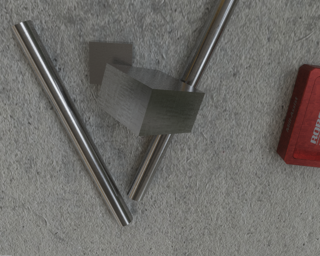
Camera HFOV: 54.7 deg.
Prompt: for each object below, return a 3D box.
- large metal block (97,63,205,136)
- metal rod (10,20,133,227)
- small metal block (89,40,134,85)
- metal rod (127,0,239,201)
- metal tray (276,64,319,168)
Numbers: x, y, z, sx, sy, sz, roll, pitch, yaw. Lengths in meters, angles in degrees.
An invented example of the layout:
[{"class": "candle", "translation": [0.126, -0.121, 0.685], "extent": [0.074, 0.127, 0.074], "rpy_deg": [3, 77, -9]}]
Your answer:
[{"class": "large metal block", "translation": [-0.011, -0.033, 0.351], "extent": [0.081, 0.080, 0.050], "rpy_deg": [-3, 118, -45]}, {"class": "metal rod", "translation": [-0.107, 0.008, 0.411], "extent": [0.025, 0.025, 0.299], "rpy_deg": [-21, 109, 7]}, {"class": "small metal block", "translation": [-0.059, -0.080, 0.380], "extent": [0.050, 0.025, 0.050], "rpy_deg": [3, 110, -2]}, {"class": "metal rod", "translation": [0.024, -0.031, 0.398], "extent": [0.025, 0.025, 0.298], "rpy_deg": [22, 108, -8]}, {"class": "metal tray", "translation": [0.216, -0.012, 0.405], "extent": [0.091, 0.030, 0.129], "rpy_deg": [6, 110, -3]}]
